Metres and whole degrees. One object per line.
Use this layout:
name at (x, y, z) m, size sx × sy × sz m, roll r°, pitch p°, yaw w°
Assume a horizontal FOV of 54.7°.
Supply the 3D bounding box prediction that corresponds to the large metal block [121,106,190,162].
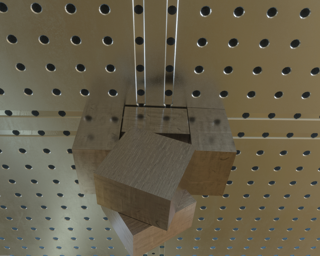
large metal block at (-0.007, 0.020, 0.409) m, size 0.081 × 0.050 × 0.079 m, roll 2°, pitch 130°, yaw -2°

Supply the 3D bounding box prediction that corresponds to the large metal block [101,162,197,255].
large metal block at (-0.016, 0.091, 0.365) m, size 0.081 × 0.080 × 0.050 m, roll -21°, pitch 136°, yaw -27°

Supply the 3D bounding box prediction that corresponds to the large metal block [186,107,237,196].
large metal block at (0.058, 0.030, 0.402) m, size 0.050 × 0.080 × 0.079 m, roll 3°, pitch 130°, yaw -3°

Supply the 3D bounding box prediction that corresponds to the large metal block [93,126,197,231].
large metal block at (-0.014, 0.051, 0.335) m, size 0.080 × 0.080 × 0.050 m, roll 17°, pitch 131°, yaw 15°

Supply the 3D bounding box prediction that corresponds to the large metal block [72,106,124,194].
large metal block at (-0.074, 0.028, 0.399) m, size 0.050 × 0.080 × 0.079 m, roll 1°, pitch 130°, yaw -2°
